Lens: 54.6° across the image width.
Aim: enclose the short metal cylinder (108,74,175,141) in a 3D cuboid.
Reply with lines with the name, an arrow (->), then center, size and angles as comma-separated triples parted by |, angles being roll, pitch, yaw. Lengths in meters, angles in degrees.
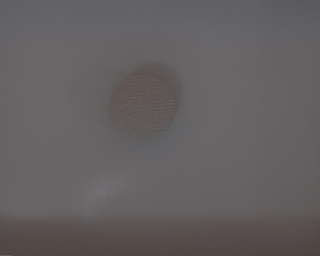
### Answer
short metal cylinder -> -0.022, -0.025, 0.397 | 0.080, 0.050, 0.080 | 0, 90, 0
